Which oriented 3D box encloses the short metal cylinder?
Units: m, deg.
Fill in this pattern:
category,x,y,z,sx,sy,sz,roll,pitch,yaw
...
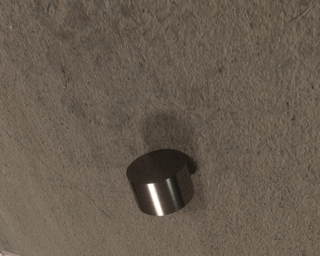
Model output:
category,x,y,z,sx,sy,sz,roll,pitch,yaw
short metal cylinder,0.001,0.070,0.413,0.080,0.080,0.050,-2,118,29
